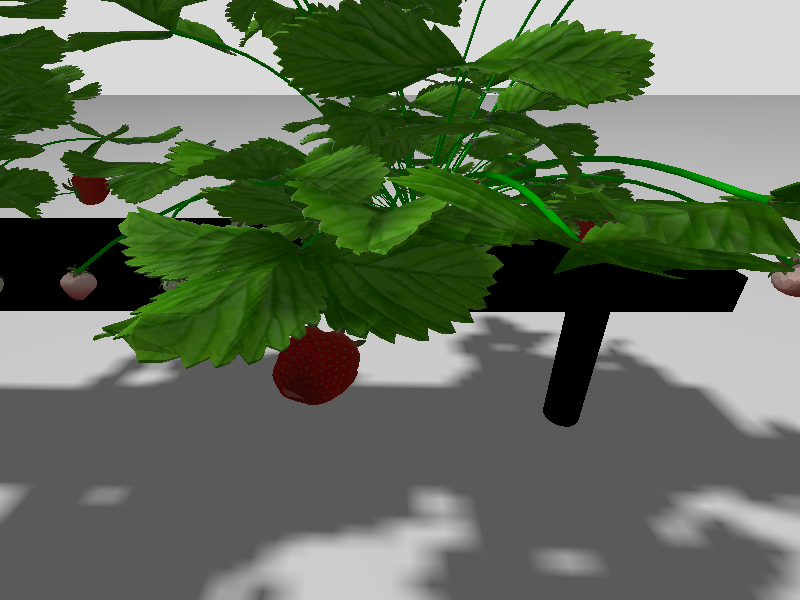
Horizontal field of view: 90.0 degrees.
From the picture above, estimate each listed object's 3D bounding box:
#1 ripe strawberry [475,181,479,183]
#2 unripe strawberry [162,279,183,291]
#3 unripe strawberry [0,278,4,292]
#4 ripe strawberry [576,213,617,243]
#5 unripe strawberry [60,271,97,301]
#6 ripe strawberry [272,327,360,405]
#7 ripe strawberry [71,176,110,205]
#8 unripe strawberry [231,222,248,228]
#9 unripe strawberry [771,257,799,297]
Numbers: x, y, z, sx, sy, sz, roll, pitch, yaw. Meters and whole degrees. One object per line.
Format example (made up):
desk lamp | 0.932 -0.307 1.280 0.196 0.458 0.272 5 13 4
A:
ripe strawberry | 0.083 -0.121 0.458 0.031 0.033 0.034 17 33 28
unripe strawberry | -0.153 -0.009 0.272 0.013 0.014 0.015 -17 33 -28
unripe strawberry | -0.268 -0.010 0.263 0.010 0.011 0.011 18 34 30
ripe strawberry | 0.169 -0.062 0.338 0.041 0.041 0.046 5 29 7
unripe strawberry | -0.217 -0.009 0.270 0.019 0.020 0.018 7 22 -31
ripe strawberry | -0.038 0.031 0.178 0.038 0.034 0.035 7 30 12
ripe strawberry | -0.358 -0.130 0.466 0.033 0.038 0.036 17 33 28
unripe strawberry | -0.152 -0.068 0.376 0.016 0.018 0.018 39 25 -16
unripe strawberry | 0.267 -0.013 0.266 0.027 0.028 0.031 -46 1 37
